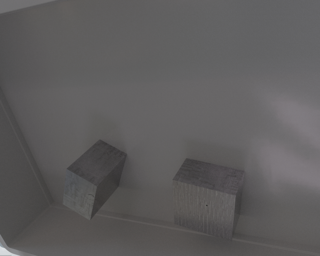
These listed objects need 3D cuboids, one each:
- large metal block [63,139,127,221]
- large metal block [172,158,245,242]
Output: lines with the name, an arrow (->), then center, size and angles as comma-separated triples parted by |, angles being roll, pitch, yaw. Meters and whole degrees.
large metal block -> -0.099, 0.078, 0.474 | 0.050, 0.080, 0.079 | 27, 128, 11
large metal block -> 0.065, 0.095, 0.417 | 0.080, 0.050, 0.079 | 10, 123, 22
